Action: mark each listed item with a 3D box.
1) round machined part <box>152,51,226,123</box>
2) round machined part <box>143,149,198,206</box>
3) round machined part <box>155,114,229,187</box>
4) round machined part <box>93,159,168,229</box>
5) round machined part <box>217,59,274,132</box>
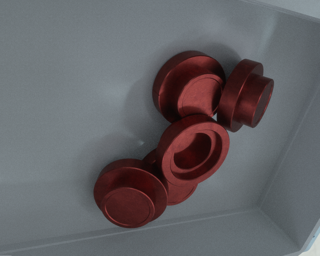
[{"bbox_3d":[0.043,-0.044,0.393,0.099,0.042,0.097,-14,125,-21],"label":"round machined part"},{"bbox_3d":[0.017,0.074,0.453,0.099,0.042,0.097,-14,125,-21],"label":"round machined part"},{"bbox_3d":[0.038,0.025,0.406,0.099,0.042,0.097,-14,125,-21],"label":"round machined part"},{"bbox_3d":[-0.039,0.092,0.405,0.099,0.042,0.097,2,118,4],"label":"round machined part"},{"bbox_3d":[0.117,-0.039,0.410,0.099,0.042,0.097,-43,146,-38],"label":"round machined part"}]
